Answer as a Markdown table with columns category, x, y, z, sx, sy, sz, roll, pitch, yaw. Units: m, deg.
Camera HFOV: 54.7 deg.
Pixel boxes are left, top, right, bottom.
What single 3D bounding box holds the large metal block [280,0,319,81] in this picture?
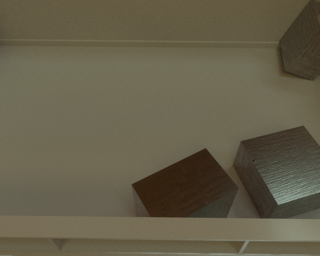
| category | x | y | z | sx | sy | sz | roll | pitch | yaw |
| --- | --- | --- | --- | --- | --- | --- | --- | --- | --- |
| large metal block | 0.234 | -0.134 | 0.476 | 0.050 | 0.080 | 0.080 | 18 | 50 | -9 |

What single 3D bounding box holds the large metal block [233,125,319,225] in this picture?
| category | x | y | z | sx | sy | sz | roll | pitch | yaw |
| --- | --- | --- | --- | --- | --- | --- | --- | --- | --- |
| large metal block | 0.140 | 0.051 | 0.347 | 0.081 | 0.050 | 0.080 | -13 | 51 | -11 |

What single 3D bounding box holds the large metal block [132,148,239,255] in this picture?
| category | x | y | z | sx | sy | sz | roll | pitch | yaw |
| --- | --- | --- | --- | --- | --- | --- | --- | --- | --- |
| large metal block | 0.022 | 0.077 | 0.305 | 0.081 | 0.080 | 0.050 | -24 | 54 | -19 |
